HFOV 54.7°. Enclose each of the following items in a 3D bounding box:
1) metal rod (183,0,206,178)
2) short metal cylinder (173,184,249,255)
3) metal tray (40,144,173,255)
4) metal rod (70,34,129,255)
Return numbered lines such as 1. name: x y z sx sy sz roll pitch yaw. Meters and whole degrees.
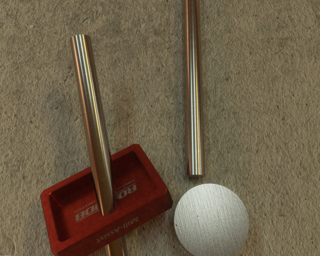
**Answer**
1. metal rod: 0.047 -0.080 0.437 0.025 0.025 0.299 1 70 0
2. short metal cylinder: 0.055 0.108 0.356 0.081 0.050 0.080 0 70 0
3. metal tray: -0.063 0.081 0.353 0.131 0.030 0.090 -27 43 -10
4. metal rod: -0.068 0.038 0.358 0.025 0.025 0.298 -10 84 -4
